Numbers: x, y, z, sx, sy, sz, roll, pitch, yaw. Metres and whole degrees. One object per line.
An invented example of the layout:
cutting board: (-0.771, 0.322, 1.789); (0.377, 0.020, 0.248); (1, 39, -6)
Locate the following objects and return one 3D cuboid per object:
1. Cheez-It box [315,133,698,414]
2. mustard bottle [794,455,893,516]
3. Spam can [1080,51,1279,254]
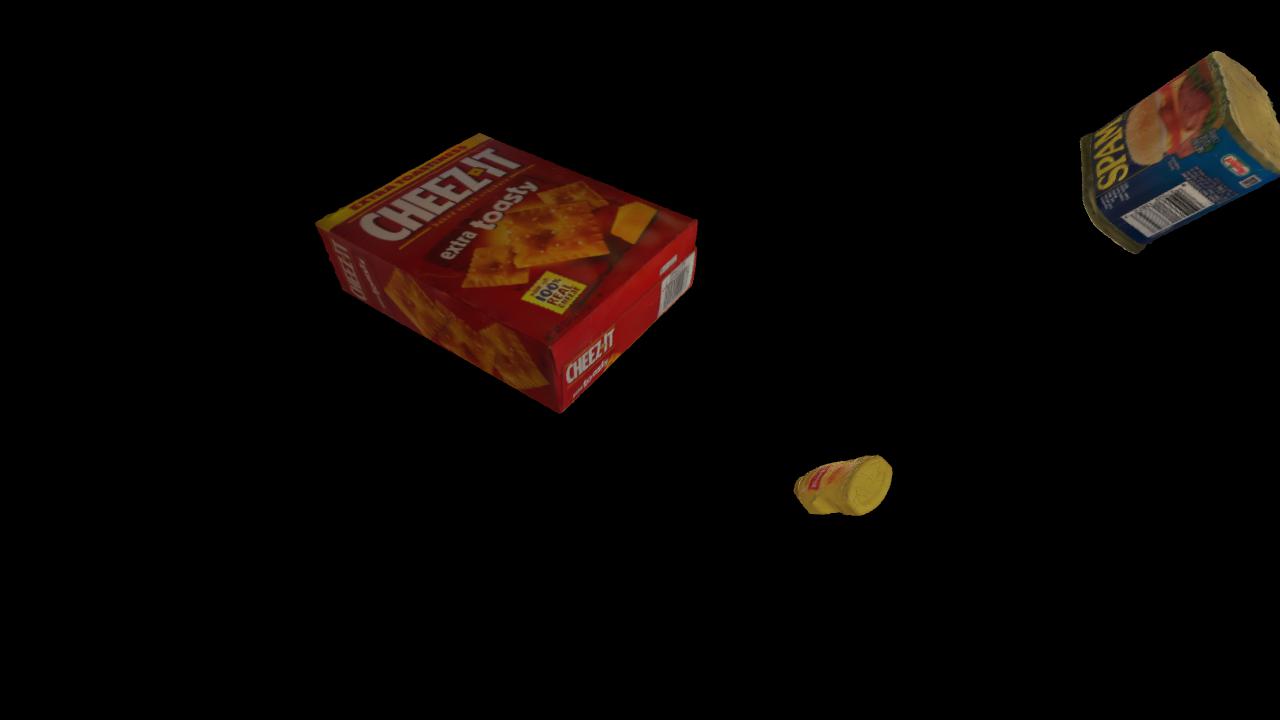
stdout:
Cheez-It box: (-0.093, -0.078, 0.454); (0.223, 0.071, 0.166); (27, 51, 23)
mustard bottle: (0.279, 0.187, 0.896); (0.054, 0.092, 0.184); (40, -22, -5)
Spam can: (0.350, -0.135, 0.402); (0.058, 0.101, 0.085); (30, -31, -11)
